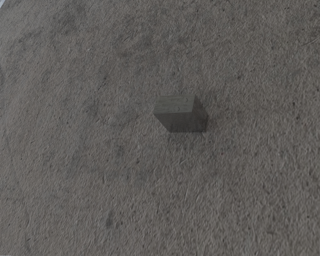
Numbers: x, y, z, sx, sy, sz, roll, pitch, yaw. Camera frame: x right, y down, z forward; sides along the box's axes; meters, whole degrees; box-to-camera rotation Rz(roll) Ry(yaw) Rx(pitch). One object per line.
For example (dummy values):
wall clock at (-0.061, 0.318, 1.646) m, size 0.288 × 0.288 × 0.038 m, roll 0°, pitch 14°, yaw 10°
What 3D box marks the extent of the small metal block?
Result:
small metal block at (0.027, -0.017, 0.385) m, size 0.050 × 0.050 × 0.025 m, roll -1°, pitch 61°, yaw 28°
